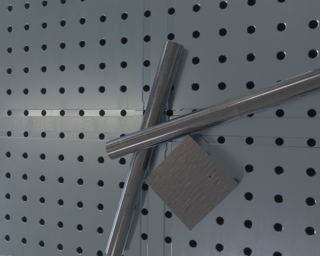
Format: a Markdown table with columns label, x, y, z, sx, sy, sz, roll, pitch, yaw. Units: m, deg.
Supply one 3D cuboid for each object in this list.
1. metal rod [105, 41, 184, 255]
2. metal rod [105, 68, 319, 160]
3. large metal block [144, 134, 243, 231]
| label | x | y | z | sx | sy | sz | roll | pitch | yaw |
| --- | --- | --- | --- | --- | --- | --- | --- | --- | --- |
| metal rod | -0.023 | 0.032 | 0.420 | 0.025 | 0.025 | 0.298 | 18 | 96 | 19 |
| metal rod | 0.074 | -0.018 | 0.370 | 0.301 | 0.025 | 0.025 | -19 | 84 | 12 |
| large metal block | 0.043 | 0.064 | 0.384 | 0.080 | 0.050 | 0.080 | 45 | 104 | 14 |
